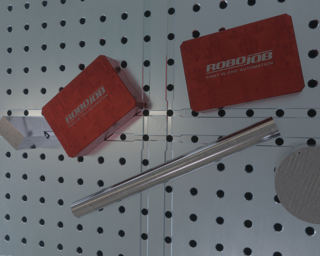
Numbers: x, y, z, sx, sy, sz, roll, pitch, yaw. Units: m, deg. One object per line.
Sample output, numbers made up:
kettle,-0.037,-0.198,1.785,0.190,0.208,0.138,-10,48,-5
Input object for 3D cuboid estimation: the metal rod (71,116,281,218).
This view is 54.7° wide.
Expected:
metal rod,0.007,0.059,0.409,0.300,0.025,0.025,-25,82,18

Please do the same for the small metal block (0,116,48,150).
small metal block,-0.210,0.007,0.473,0.050,0.050,0.025,39,103,15

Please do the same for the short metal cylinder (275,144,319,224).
short metal cylinder,0.169,0.058,0.340,0.080,0.050,0.079,0,90,20

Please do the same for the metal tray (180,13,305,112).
metal tray,0.097,-0.074,0.376,0.130,0.030,0.089,-10,87,19

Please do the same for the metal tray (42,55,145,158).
metal tray,-0.098,-0.029,0.444,0.130,0.030,0.090,-38,78,16
